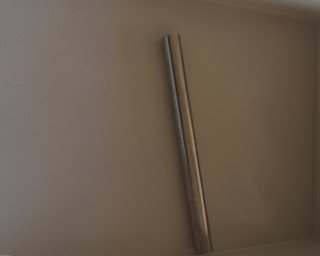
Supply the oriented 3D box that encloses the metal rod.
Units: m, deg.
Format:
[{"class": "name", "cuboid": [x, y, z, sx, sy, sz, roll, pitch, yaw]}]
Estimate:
[{"class": "metal rod", "cuboid": [0.038, 0.024, 0.425, 0.025, 0.025, 0.298, -10, 94, -20]}]
